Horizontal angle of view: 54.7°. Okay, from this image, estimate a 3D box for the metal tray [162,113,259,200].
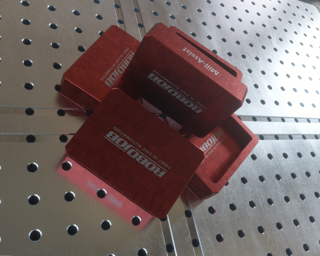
[{"bbox_3d":[0.071,0.024,0.429,0.090,0.030,0.131,47,51,5],"label":"metal tray"}]

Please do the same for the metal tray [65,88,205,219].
[{"bbox_3d":[-0.027,0.028,0.350,0.130,0.030,0.090,37,76,-4],"label":"metal tray"}]

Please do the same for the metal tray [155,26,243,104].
[{"bbox_3d":[0.050,-0.079,0.443,0.130,0.030,0.090,32,51,-8],"label":"metal tray"}]

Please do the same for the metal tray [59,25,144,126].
[{"bbox_3d":[-0.060,-0.074,0.418,0.090,0.030,0.130,34,51,-7],"label":"metal tray"}]

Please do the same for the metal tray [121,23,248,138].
[{"bbox_3d":[0.026,-0.052,0.374,0.130,0.090,0.030,35,51,-5],"label":"metal tray"}]
